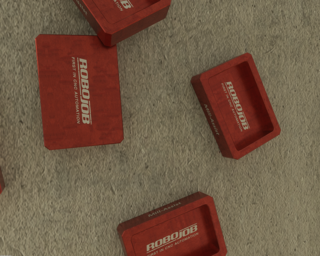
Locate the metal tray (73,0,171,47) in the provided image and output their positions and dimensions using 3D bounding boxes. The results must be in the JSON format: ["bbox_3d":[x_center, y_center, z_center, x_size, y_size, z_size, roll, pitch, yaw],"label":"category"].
[{"bbox_3d":[-0.060,-0.172,0.364,0.090,0.030,0.130,-34,85,-17],"label":"metal tray"}]

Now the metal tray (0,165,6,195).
[{"bbox_3d":[-0.226,0.019,0.322,0.091,0.030,0.129,-13,95,-20],"label":"metal tray"}]

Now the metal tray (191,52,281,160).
[{"bbox_3d":[0.111,-0.031,0.446,0.091,0.030,0.129,-27,99,-18],"label":"metal tray"}]

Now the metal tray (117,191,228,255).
[{"bbox_3d":[0.018,0.150,0.413,0.131,0.030,0.089,-18,96,-19],"label":"metal tray"}]

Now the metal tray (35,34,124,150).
[{"bbox_3d":[-0.095,-0.043,0.371,0.091,0.030,0.129,-5,92,-20],"label":"metal tray"}]
